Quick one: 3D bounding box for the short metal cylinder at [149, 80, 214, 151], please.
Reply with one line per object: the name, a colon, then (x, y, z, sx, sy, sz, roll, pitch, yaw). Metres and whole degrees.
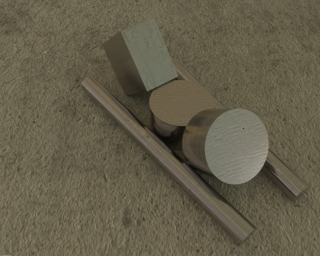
short metal cylinder: (0.027, -0.017, 0.403, 0.081, 0.050, 0.080, 0, 50, 0)

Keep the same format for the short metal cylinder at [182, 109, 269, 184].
short metal cylinder: (0.072, 0.018, 0.346, 0.081, 0.080, 0.050, -25, 12, -20)

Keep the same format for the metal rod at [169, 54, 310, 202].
metal rod: (0.077, -0.024, 0.425, 0.025, 0.025, 0.300, -26, 55, -20)

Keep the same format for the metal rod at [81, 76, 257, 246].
metal rod: (-0.008, 0.022, 0.385, 0.025, 0.025, 0.300, -33, 58, -25)

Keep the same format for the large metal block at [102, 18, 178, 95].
large metal block: (-0.029, -0.094, 0.428, 0.050, 0.080, 0.080, -29, 14, -23)
